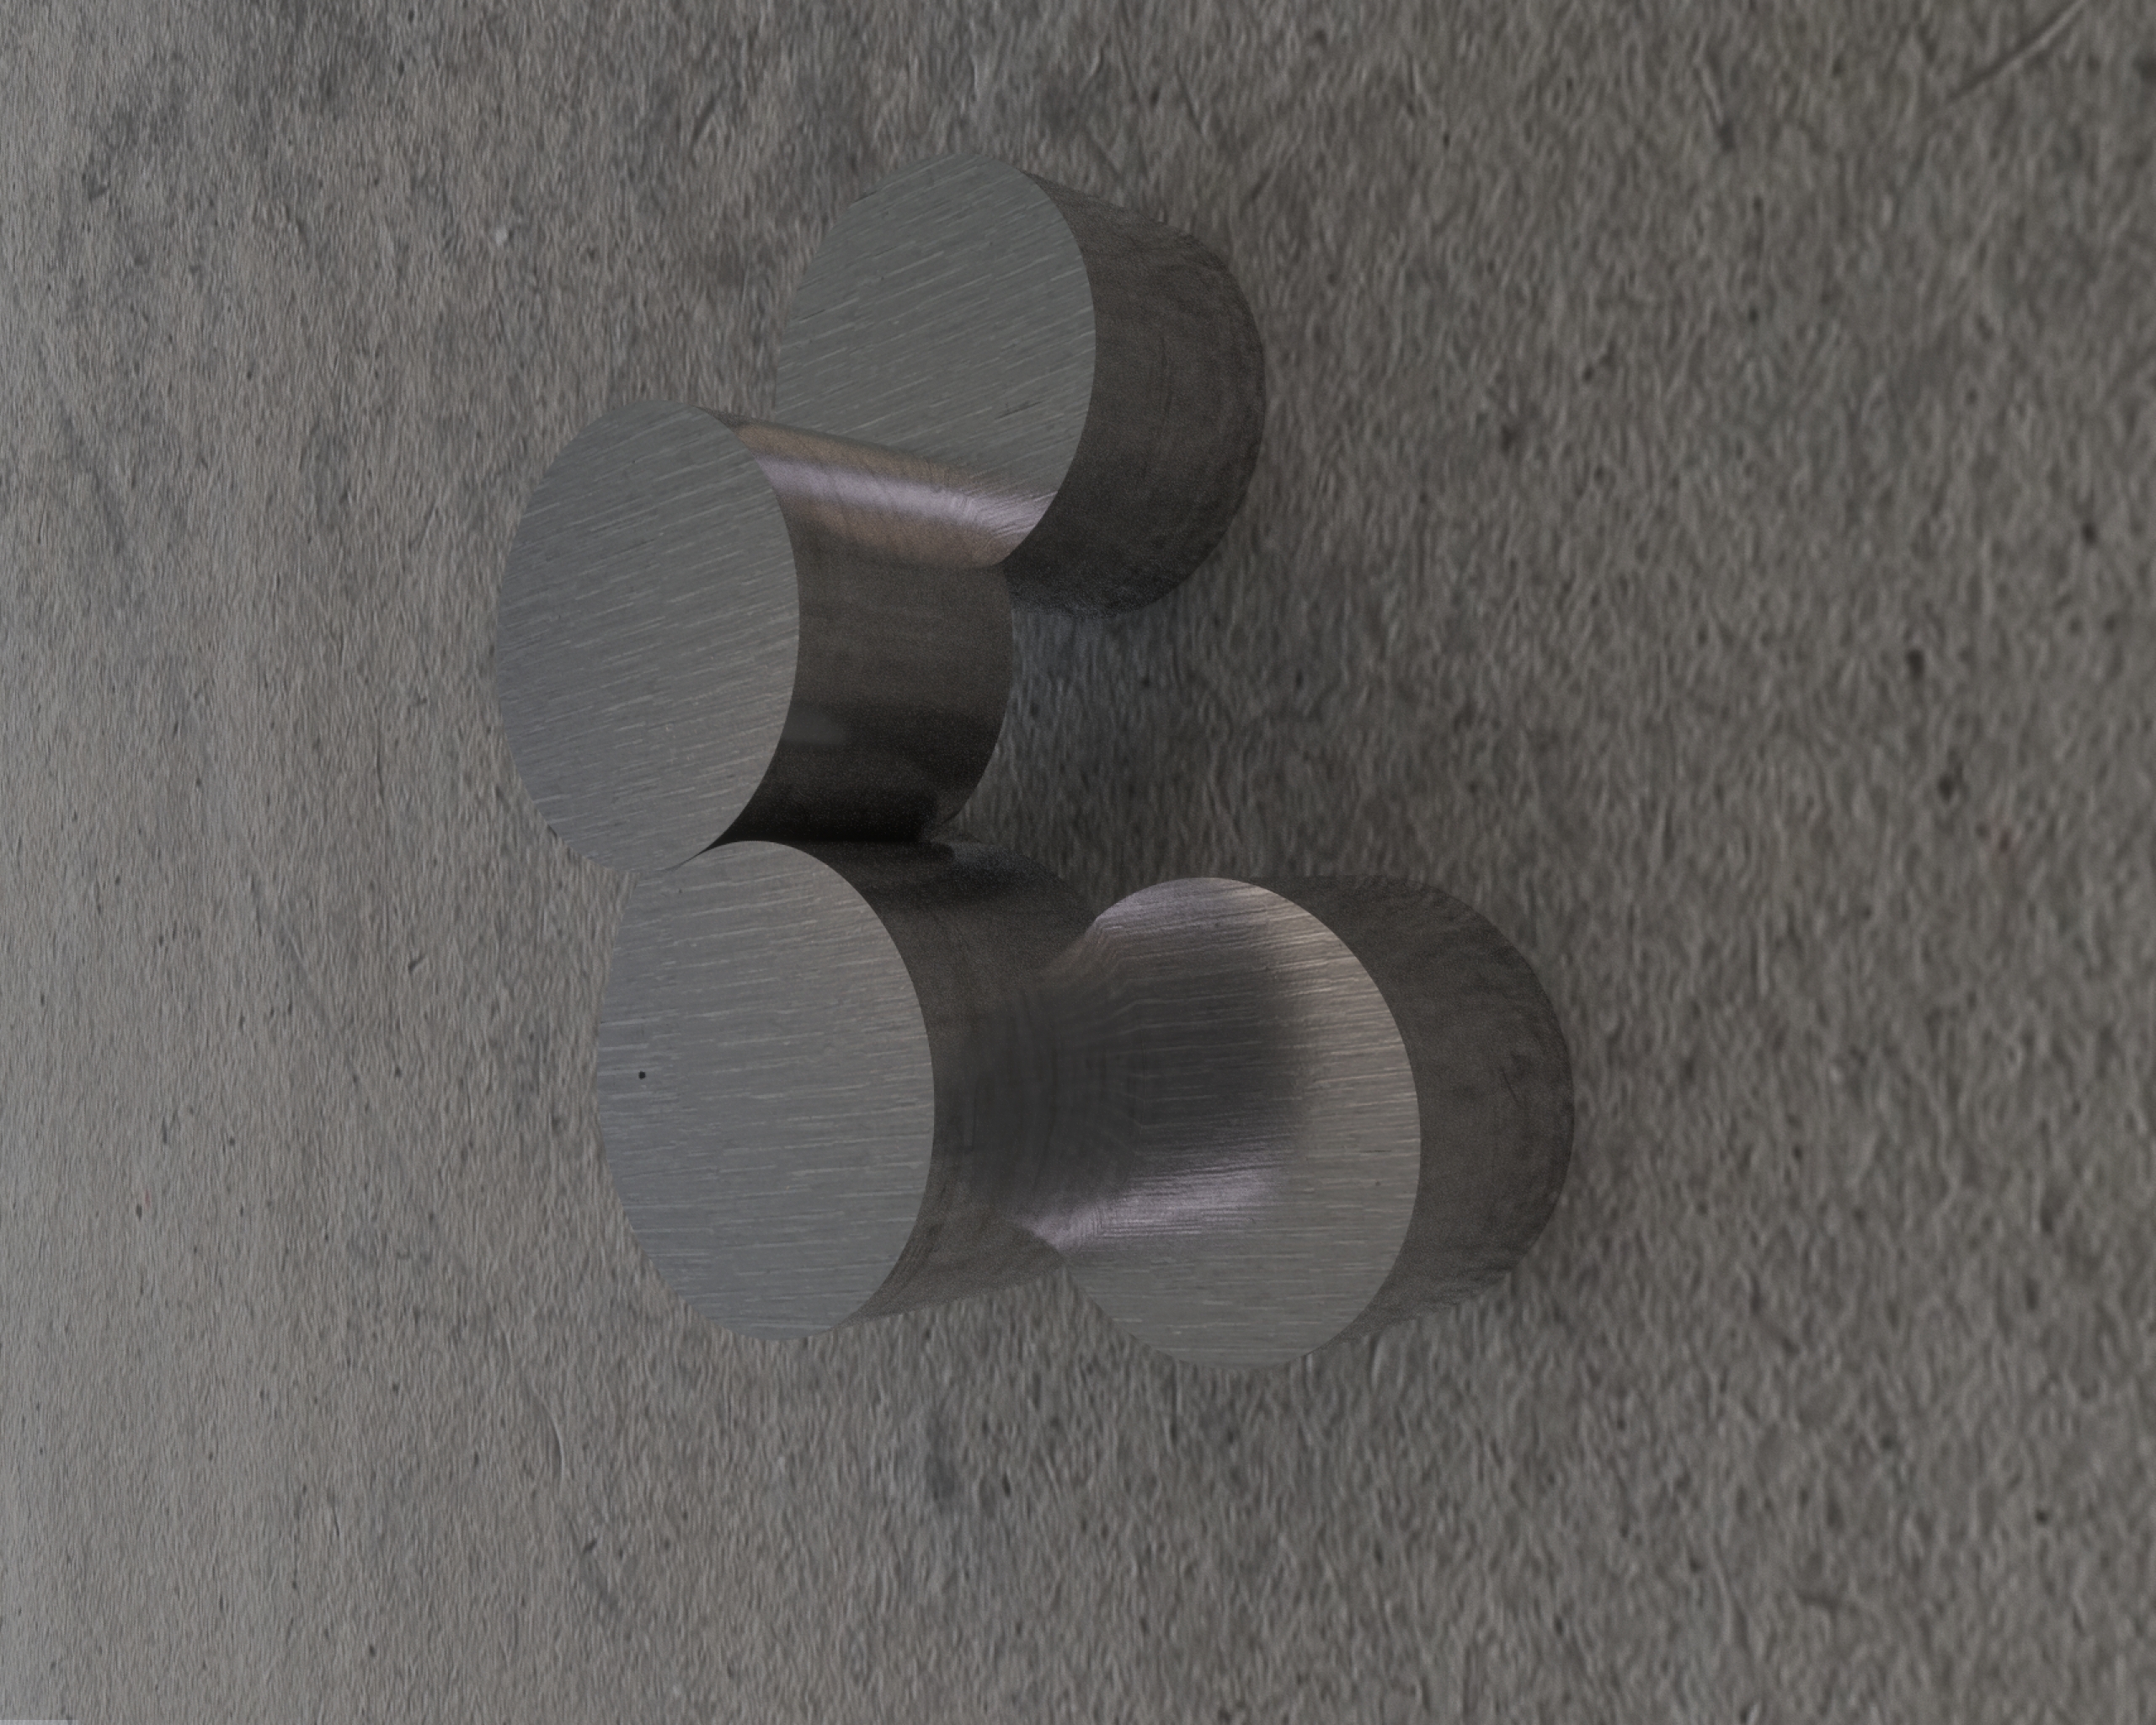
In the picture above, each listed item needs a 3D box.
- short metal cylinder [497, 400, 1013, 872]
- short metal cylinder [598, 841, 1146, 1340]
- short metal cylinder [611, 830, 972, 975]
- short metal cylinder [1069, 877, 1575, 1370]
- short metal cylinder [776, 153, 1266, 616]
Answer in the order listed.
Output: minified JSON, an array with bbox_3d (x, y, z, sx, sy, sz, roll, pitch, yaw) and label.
[{"bbox_3d":[-0.058,-0.038,0.372,0.080,0.050,0.080,0,90,40],"label":"short metal cylinder"},{"bbox_3d":[-0.036,0.036,0.353,0.080,0.050,0.080,0,90,40],"label":"short metal cylinder"},{"bbox_3d":[-0.051,0.030,0.431,0.080,0.050,0.080,0,90,40],"label":"short metal cylinder"},{"bbox_3d":[0.037,0.042,0.358,0.080,0.050,0.080,0,90,40],"label":"short metal cylinder"},{"bbox_3d":[-0.012,-0.088,0.398,0.080,0.050,0.080,0,90,40],"label":"short metal cylinder"}]
